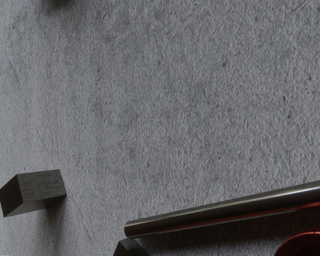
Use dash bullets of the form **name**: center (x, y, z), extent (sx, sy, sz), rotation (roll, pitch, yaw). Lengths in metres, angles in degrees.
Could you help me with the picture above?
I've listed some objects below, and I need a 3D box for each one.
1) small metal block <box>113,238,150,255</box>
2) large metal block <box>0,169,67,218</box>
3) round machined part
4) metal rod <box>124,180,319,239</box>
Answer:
- **small metal block**: center (-0.042, 0.193, 0.439), extent (0.050, 0.025, 0.050), rotation (34, 111, 34)
- **large metal block**: center (-0.230, 0.117, 0.559), extent (0.080, 0.081, 0.050), rotation (-35, 69, 34)
- **round machined part**: center (0.152, 0.134, 0.269), extent (0.098, 0.042, 0.097), rotation (0, 90, 40)
- **metal rod**: center (0.068, 0.096, 0.348), extent (0.299, 0.025, 0.025), rotation (-24, 75, 37)
